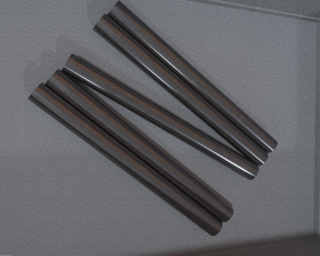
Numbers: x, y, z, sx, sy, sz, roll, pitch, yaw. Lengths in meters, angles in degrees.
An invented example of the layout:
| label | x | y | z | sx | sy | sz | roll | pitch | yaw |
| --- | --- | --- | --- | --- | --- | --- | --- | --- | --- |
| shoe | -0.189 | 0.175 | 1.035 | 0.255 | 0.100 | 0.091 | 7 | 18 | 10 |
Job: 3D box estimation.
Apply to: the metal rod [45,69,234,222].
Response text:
| label | x | y | z | sx | sy | sz | roll | pitch | yaw |
| --- | --- | --- | --- | --- | --- | --- | --- | --- | --- |
| metal rod | -0.015 | 0.032 | 0.404 | 0.301 | 0.025 | 0.025 | 40 | 78 | -16 |

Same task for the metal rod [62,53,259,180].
| label | x | y | z | sx | sy | sz | roll | pitch | yaw |
| --- | --- | --- | --- | --- | --- | --- | --- | --- | --- |
| metal rod | 0.013 | -0.006 | 0.414 | 0.301 | 0.025 | 0.025 | 30 | 80 | -18 |

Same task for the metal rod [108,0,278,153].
| label | x | y | z | sx | sy | sz | roll | pitch | yaw |
| --- | --- | --- | --- | --- | --- | --- | --- | --- | --- |
| metal rod | 0.055 | -0.061 | 0.429 | 0.301 | 0.025 | 0.025 | 38 | 78 | -16 |

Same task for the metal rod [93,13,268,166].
| label | x | y | z | sx | sy | sz | roll | pitch | yaw |
| --- | --- | --- | --- | --- | --- | --- | --- | --- | --- |
| metal rod | 0.039 | -0.042 | 0.423 | 0.301 | 0.025 | 0.025 | 38 | 78 | -16 |

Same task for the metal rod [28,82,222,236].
| label | x | y | z | sx | sy | sz | roll | pitch | yaw |
| --- | --- | --- | --- | --- | --- | --- | --- | --- | --- |
| metal rod | -0.032 | 0.049 | 0.397 | 0.301 | 0.025 | 0.025 | 40 | 78 | -16 |
